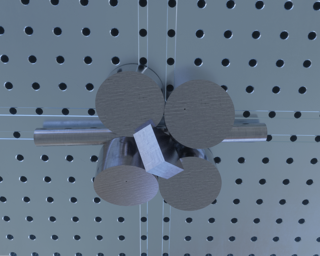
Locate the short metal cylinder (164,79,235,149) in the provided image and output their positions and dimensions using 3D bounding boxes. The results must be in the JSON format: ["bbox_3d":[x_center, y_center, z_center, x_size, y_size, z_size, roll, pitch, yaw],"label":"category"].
[{"bbox_3d":[0.045,-0.015,0.377,0.081,0.050,0.080,0,87,0],"label":"short metal cylinder"}]

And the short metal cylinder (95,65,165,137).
[{"bbox_3d":[-0.035,-0.035,0.383,0.081,0.050,0.079,0,110,0],"label":"short metal cylinder"}]

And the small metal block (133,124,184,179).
[{"bbox_3d":[-0.001,0.029,0.369,0.025,0.050,0.050,-32,149,17],"label":"small metal block"}]

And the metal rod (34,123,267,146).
[{"bbox_3d":[-0.012,0.009,0.412,0.302,0.025,0.025,-1,110,0],"label":"metal rod"}]

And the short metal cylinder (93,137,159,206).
[{"bbox_3d":[-0.042,0.057,0.404,0.081,0.050,0.079,-1,130,-1],"label":"short metal cylinder"}]

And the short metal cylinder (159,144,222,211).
[{"bbox_3d":[0.039,0.064,0.420,0.081,0.050,0.079,0,110,0],"label":"short metal cylinder"}]
